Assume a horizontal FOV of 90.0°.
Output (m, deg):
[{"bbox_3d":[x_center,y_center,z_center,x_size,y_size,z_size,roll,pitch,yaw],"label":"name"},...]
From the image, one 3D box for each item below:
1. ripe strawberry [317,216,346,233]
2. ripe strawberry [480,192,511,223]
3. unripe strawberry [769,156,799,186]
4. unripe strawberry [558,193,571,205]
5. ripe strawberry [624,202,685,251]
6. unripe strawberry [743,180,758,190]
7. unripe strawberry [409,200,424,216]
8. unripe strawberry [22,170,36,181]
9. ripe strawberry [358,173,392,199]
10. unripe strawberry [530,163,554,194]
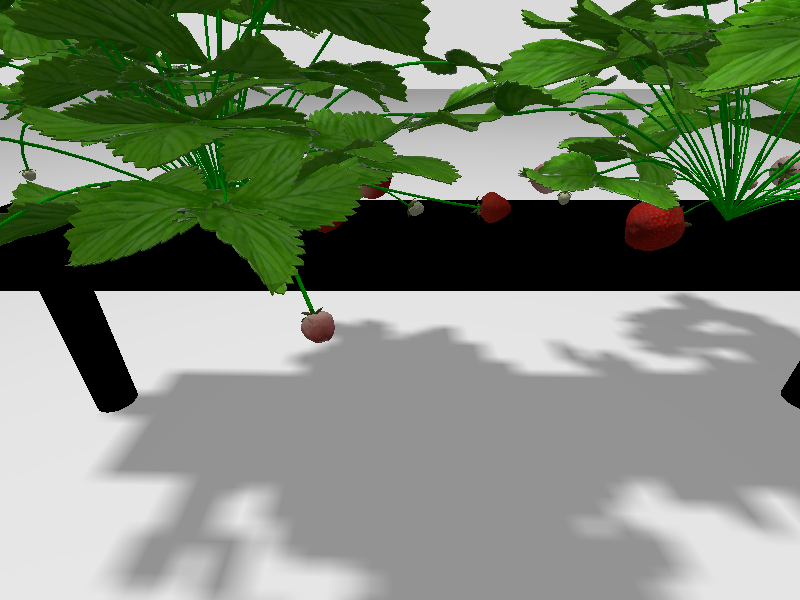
[{"bbox_3d":[-0.060,-0.072,0.332,0.033,0.032,0.031,8,30,13],"label":"ripe strawberry"},{"bbox_3d":[0.084,-0.081,0.352,0.027,0.026,0.025,1,29,0],"label":"ripe strawberry"},{"bbox_3d":[0.454,-0.151,0.468,0.036,0.035,0.033,-22,36,-34],"label":"unripe strawberry"},{"bbox_3d":[0.152,-0.094,0.372,0.011,0.011,0.011,4,30,7],"label":"unripe strawberry"},{"bbox_3d":[0.183,-0.053,0.292,0.040,0.040,0.037,-17,34,-27],"label":"ripe strawberry"},{"bbox_3d":[0.392,-0.130,0.449,0.013,0.011,0.011,24,38,36],"label":"unripe strawberry"},{"bbox_3d":[0.015,-0.084,0.367,0.014,0.015,0.013,10,28,-10],"label":"unripe strawberry"},{"bbox_3d":[-0.366,-0.123,0.396,0.010,0.010,0.011,7,30,13],"label":"unripe strawberry"},{"bbox_3d":[-0.028,-0.130,0.426,0.042,0.041,0.039,-17,34,-29],"label":"ripe strawberry"},{"bbox_3d":[0.158,-0.134,0.436,0.032,0.033,0.029,18,34,30],"label":"unripe strawberry"}]
